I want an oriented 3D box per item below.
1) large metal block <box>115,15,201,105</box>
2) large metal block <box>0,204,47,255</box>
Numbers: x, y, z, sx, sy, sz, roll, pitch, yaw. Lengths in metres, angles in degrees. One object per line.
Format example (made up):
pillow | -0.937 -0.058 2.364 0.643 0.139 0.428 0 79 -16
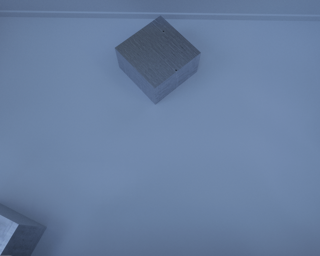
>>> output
large metal block | -0.003 -0.094 0.430 0.080 0.050 0.080 -40 75 -13
large metal block | -0.185 0.113 0.338 0.080 0.080 0.050 24 72 8
